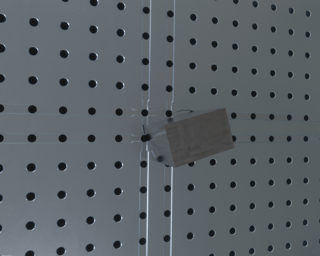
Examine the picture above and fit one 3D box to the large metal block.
[{"bbox_3d":[0.034,0.010,0.396,0.081,0.080,0.050,-16,96,-19],"label":"large metal block"}]
